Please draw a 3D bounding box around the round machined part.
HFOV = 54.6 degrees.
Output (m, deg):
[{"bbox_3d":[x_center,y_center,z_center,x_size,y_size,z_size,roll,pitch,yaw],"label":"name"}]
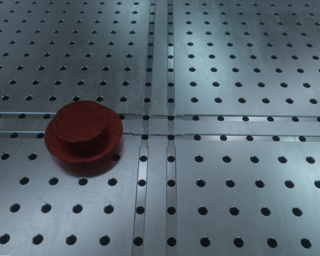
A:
[{"bbox_3d":[-0.097,0.003,0.394,0.099,0.042,0.098,0,50,0],"label":"round machined part"}]
